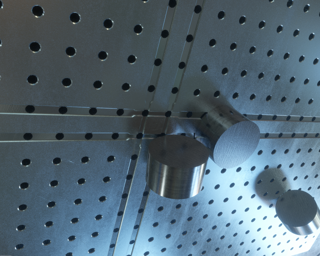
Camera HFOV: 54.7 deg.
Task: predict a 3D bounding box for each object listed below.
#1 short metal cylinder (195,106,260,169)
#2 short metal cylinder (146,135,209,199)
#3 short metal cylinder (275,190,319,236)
[{"bbox_3d":[0.100,0.013,0.460,0.081,0.050,0.079,-14,124,-21],"label":"short metal cylinder"},{"bbox_3d":[0.022,0.051,0.421,0.081,0.080,0.050,-8,122,-25],"label":"short metal cylinder"},{"bbox_3d":[0.290,0.177,0.647,0.080,0.080,0.050,-42,130,0],"label":"short metal cylinder"}]
